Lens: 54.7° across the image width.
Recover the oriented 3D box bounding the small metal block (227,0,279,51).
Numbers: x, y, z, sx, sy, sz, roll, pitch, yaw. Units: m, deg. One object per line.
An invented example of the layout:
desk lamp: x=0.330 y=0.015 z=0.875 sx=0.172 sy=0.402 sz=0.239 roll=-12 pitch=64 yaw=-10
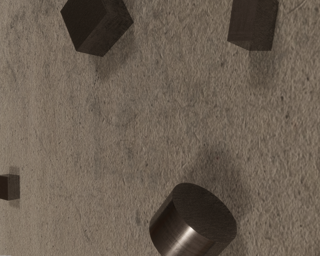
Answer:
small metal block: x=0.094 y=-0.107 z=0.310 sx=0.025 sy=0.050 sz=0.050 roll=12 pitch=98 yaw=39

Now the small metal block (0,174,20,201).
small metal block: x=-0.329 y=0.128 z=0.672 sx=0.050 sy=0.025 sz=0.050 roll=-2 pitch=89 yaw=39

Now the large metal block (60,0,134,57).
large metal block: x=-0.097 y=-0.167 z=0.466 sx=0.080 sy=0.050 sz=0.080 roll=-38 pitch=67 yaw=33

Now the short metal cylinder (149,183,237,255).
short metal cylinder: x=0.036 y=0.106 z=0.338 sx=0.080 sy=0.081 sz=0.050 roll=47 pitch=118 yaw=29
